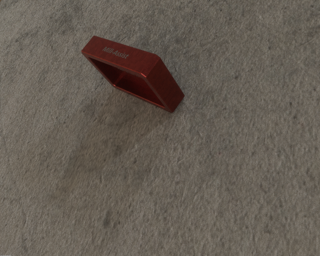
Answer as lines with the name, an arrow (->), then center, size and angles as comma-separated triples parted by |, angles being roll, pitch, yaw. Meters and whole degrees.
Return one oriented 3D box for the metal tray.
metal tray -> -0.038, -0.074, 0.425 | 0.130, 0.090, 0.030 | 26, 76, 36
